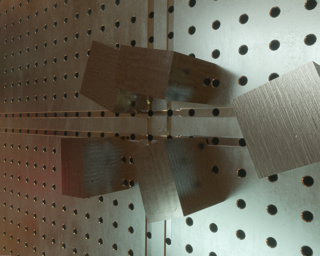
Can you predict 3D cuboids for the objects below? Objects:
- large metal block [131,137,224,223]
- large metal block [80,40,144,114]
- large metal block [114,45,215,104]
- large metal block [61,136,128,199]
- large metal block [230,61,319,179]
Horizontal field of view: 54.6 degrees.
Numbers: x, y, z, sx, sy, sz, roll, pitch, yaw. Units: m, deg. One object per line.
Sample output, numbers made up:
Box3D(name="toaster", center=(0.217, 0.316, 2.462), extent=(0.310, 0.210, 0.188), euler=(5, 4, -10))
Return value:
Box3D(name="large metal block", center=(0.021, 0.057, 0.357), extent=(0.050, 0.081, 0.080), euler=(-24, 75, 38))
Box3D(name="large metal block", center=(-0.063, -0.073, 0.446), extent=(0.080, 0.050, 0.080), euler=(29, 108, 36))
Box3D(name="large metal block", center=(0.006, -0.063, 0.370), extent=(0.080, 0.081, 0.050), euler=(18, 102, 38))
Box3D(name="large metal block", center=(-0.094, 0.053, 0.453), extent=(0.050, 0.081, 0.080), euler=(-3, 88, 40))
Box3D(name="large metal block", center=(0.125, -0.004, 0.290), extent=(0.080, 0.050, 0.080), euler=(-27, 73, 37))
